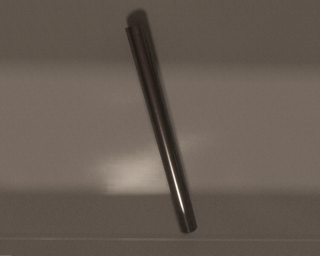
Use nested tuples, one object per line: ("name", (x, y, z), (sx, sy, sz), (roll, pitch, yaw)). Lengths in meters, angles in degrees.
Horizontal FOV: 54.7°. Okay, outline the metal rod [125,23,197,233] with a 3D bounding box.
("metal rod", (0.007, 0.014, 0.416), (0.025, 0.025, 0.298), (-14, 110, 4))
